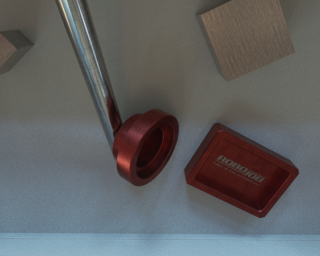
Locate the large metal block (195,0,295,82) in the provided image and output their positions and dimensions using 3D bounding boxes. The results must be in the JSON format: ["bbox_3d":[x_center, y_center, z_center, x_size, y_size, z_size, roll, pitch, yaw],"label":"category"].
[{"bbox_3d":[0.096,-0.110,0.359,0.080,0.050,0.080,-24,109,8],"label":"large metal block"}]

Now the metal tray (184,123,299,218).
[{"bbox_3d":[0.112,0.061,0.432,0.131,0.030,0.089,27,108,-10],"label":"metal tray"}]

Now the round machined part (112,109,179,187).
[{"bbox_3d":[-0.021,0.020,0.390,0.042,0.099,0.097,27,112,27],"label":"round machined part"}]

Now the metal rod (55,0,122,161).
[{"bbox_3d":[-0.067,-0.059,0.314,0.025,0.025,0.298,-7,139,2],"label":"metal rod"}]

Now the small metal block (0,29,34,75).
[{"bbox_3d":[-0.183,-0.088,0.363,0.050,0.050,0.025,-40,106,13],"label":"small metal block"}]
